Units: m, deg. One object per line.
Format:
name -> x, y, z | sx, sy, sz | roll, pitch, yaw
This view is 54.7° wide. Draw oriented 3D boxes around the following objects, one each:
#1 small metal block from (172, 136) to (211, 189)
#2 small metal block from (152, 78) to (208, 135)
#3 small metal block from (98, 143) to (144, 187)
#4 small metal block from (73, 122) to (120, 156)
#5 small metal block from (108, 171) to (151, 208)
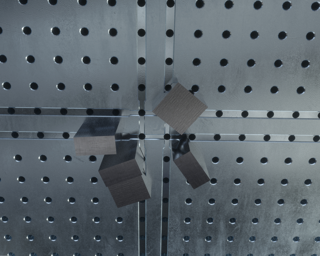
small metal block -> 0.041, 0.046, 0.418 | 0.025, 0.050, 0.050 | -32, 107, 11
small metal block -> 0.025, -0.028, 0.404 | 0.050, 0.025, 0.050 | 38, 105, -13
small metal block -> -0.051, 0.049, 0.417 | 0.050, 0.050, 0.025 | -19, 109, 6
small metal block -> -0.080, 0.013, 0.404 | 0.050, 0.050, 0.025 | -2, 110, 0
small metal block -> -0.045, 0.080, 0.442 | 0.050, 0.025, 0.050 | -18, 109, 6
